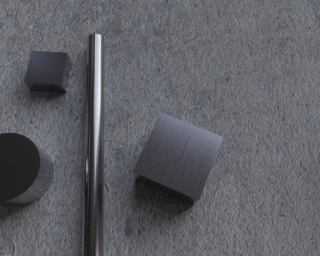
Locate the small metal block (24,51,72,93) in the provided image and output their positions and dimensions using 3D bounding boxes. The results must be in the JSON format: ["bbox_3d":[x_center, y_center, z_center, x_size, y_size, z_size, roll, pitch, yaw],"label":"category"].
[{"bbox_3d":[-0.156,-0.079,0.435,0.050,0.025,0.050,4,70,1],"label":"small metal block"}]

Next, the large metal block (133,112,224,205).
[{"bbox_3d":[0.022,0.039,0.381,0.080,0.050,0.080,23,71,7],"label":"large metal block"}]

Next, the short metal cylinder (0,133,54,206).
[{"bbox_3d":[-0.177,0.051,0.374,0.081,0.050,0.080,0,70,0],"label":"short metal cylinder"}]

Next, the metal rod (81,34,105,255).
[{"bbox_3d":[-0.085,0.010,0.403,0.025,0.025,0.299,-3,70,-2],"label":"metal rod"}]
